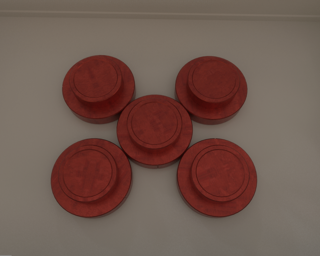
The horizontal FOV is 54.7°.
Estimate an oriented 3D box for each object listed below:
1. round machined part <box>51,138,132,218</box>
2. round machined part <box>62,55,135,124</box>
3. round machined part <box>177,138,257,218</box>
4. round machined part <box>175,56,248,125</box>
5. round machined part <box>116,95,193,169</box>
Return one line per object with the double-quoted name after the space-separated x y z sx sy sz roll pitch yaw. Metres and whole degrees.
-0.084 0.059 0.377 0.099 0.042 0.098 0 70 -1 "round machined part"
-0.083 -0.058 0.419 0.099 0.042 0.098 0 70 -1 "round machined part"
0.070 0.058 0.379 0.099 0.042 0.098 0 70 -1 "round machined part"
0.070 -0.057 0.421 0.099 0.042 0.098 0 70 -1 "round machined part"
-0.007 0.000 0.398 0.099 0.042 0.098 0 70 -1 "round machined part"
